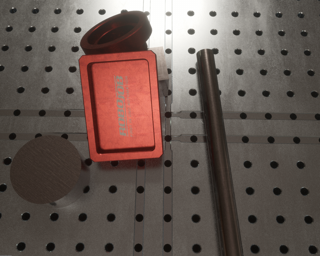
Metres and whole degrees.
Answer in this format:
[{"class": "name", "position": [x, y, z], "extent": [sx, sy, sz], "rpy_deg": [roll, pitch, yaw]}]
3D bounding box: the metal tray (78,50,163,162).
[{"class": "metal tray", "position": [-0.045, -0.026, 0.383], "extent": [0.091, 0.030, 0.129], "rpy_deg": [-4, 100, 1]}]

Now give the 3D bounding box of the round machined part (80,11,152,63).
[{"class": "round machined part", "position": [-0.056, -0.119, 0.430], "extent": [0.098, 0.042, 0.098], "rpy_deg": [-15, 40, 13]}]

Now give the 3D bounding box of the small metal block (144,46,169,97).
[{"class": "small metal block", "position": [-0.005, -0.075, 0.426], "extent": [0.025, 0.050, 0.050], "rpy_deg": [-8, 71, -4]}]

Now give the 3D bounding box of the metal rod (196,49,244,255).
[{"class": "metal rod", "position": [0.076, 0.031, 0.401], "extent": [0.025, 0.025, 0.299], "rpy_deg": [-3, 70, -2]}]

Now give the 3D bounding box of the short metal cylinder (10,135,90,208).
[{"class": "short metal cylinder", "position": [-0.131, 0.054, 0.377], "extent": [0.081, 0.050, 0.080], "rpy_deg": [0, 70, 0]}]
